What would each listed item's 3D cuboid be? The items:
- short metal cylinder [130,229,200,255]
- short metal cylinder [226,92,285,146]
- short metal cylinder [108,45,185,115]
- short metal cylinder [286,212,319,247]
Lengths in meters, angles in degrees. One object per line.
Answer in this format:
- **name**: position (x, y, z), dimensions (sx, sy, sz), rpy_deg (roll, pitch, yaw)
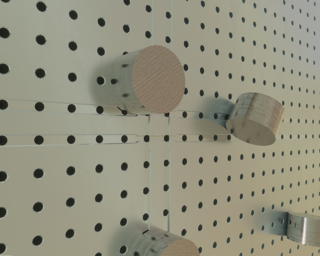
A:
- **short metal cylinder**: position (0.006, 0.176, 0.398), dimensions (0.081, 0.050, 0.079), rpy_deg (0, 90, -40)
- **short metal cylinder**: position (0.154, -0.013, 0.502), dimensions (0.080, 0.080, 0.050), rpy_deg (42, 65, -32)
- **short metal cylinder**: position (-0.015, -0.056, 0.379), dimensions (0.081, 0.050, 0.079), rpy_deg (0, 90, -40)
- **short metal cylinder**: position (0.300, 0.203, 0.625), dimensions (0.081, 0.080, 0.050), rpy_deg (12, 82, -39)
